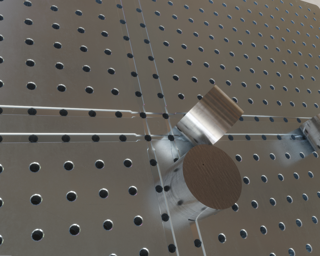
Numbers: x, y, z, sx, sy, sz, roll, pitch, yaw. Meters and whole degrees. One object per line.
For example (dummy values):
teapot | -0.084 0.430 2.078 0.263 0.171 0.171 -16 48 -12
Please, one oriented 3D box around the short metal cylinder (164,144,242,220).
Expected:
short metal cylinder | 0.051 0.067 0.379 0.081 0.050 0.080 14 56 -21

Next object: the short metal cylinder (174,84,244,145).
short metal cylinder | 0.065 -0.013 0.415 0.050 0.080 0.080 45 51 2

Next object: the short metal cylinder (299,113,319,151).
short metal cylinder | 0.289 -0.001 0.529 0.081 0.080 0.050 -15 70 -34
